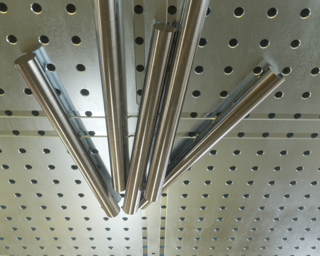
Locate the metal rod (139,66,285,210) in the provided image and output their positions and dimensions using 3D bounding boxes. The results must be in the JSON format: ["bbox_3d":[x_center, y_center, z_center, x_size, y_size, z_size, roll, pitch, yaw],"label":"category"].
[{"bbox_3d":[0.052,0.031,0.438,0.025,0.025,0.298,27,125,-22],"label":"metal rod"}]

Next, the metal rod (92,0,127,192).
[{"bbox_3d":[-0.058,-0.023,0.391,0.025,0.025,0.298,1,130,-2],"label":"metal rod"}]

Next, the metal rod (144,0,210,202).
[{"bbox_3d":[0.013,-0.017,0.382,0.025,0.025,0.298,7,125,-7],"label":"metal rod"}]

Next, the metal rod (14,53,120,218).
[{"bbox_3d":[-0.115,0.033,0.438,0.025,0.025,0.299,-11,130,8],"label":"metal rod"}]

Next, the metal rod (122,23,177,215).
[{"bbox_3d":[-0.021,0.012,0.410,0.025,0.025,0.298,8,127,-7],"label":"metal rod"}]
